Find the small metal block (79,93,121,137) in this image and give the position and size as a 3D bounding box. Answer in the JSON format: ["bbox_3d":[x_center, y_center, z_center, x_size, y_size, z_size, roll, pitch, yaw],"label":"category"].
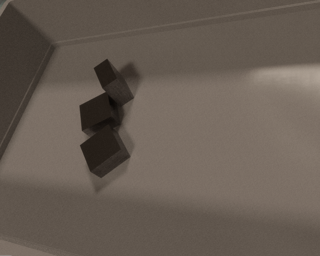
[{"bbox_3d":[-0.090,-0.020,0.463,0.050,0.025,0.050,-25,53,12],"label":"small metal block"}]

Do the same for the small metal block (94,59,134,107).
[{"bbox_3d":[-0.069,-0.068,0.466,0.025,0.050,0.050,-34,52,6],"label":"small metal block"}]

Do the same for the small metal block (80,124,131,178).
[{"bbox_3d":[-0.076,0.031,0.424,0.050,0.025,0.050,-36,51,3],"label":"small metal block"}]
